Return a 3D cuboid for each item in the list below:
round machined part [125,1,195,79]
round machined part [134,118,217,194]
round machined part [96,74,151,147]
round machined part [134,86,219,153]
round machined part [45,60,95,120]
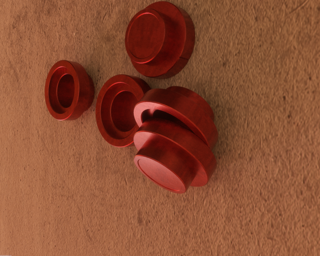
[{"bbox_3d":[-0.007,-0.114,0.400,0.098,0.042,0.097,0,90,40],"label":"round machined part"},{"bbox_3d":[0.010,0.037,0.349,0.098,0.098,0.042,12,56,39],"label":"round machined part"},{"bbox_3d":[-0.042,-0.023,0.428,0.098,0.042,0.097,0,90,40],"label":"round machined part"},{"bbox_3d":[0.022,-0.009,0.353,0.098,0.098,0.042,12,55,39],"label":"round machined part"},{"bbox_3d":[-0.146,-0.061,0.515,0.098,0.042,0.097,0,90,40],"label":"round machined part"}]
